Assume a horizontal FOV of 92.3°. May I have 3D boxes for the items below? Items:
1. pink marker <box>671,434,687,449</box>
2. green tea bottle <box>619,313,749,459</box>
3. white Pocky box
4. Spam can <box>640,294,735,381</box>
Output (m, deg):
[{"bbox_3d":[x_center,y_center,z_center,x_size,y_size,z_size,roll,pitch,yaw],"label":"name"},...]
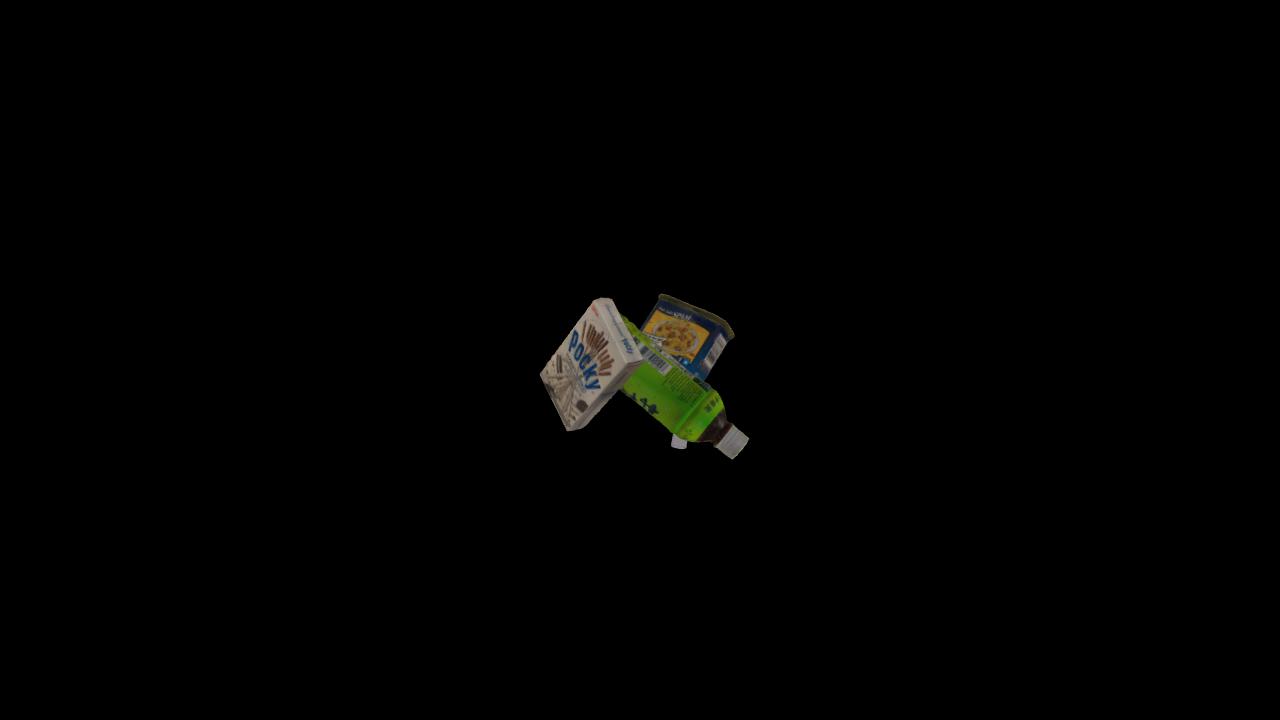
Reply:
[{"bbox_3d":[0.056,0.049,0.757,0.020,0.121,0.020,9,-19,3],"label":"pink marker"},{"bbox_3d":[0.029,0.032,0.684,0.212,0.073,0.073,38,8,10],"label":"green tea bottle"},{"bbox_3d":[-0.058,0.009,0.687,0.028,0.084,0.154,-11,-25,-40],"label":"white Pocky box"},{"bbox_3d":[0.045,-0.018,0.721,0.101,0.085,0.058,26,-12,33],"label":"Spam can"}]
